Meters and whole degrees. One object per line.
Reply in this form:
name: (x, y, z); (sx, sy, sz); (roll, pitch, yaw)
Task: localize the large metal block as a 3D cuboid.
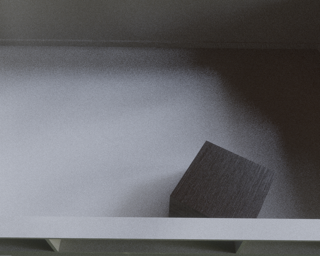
large metal block: (0.065, 0.072, 0.329); (0.080, 0.050, 0.080); (25, 54, 19)
